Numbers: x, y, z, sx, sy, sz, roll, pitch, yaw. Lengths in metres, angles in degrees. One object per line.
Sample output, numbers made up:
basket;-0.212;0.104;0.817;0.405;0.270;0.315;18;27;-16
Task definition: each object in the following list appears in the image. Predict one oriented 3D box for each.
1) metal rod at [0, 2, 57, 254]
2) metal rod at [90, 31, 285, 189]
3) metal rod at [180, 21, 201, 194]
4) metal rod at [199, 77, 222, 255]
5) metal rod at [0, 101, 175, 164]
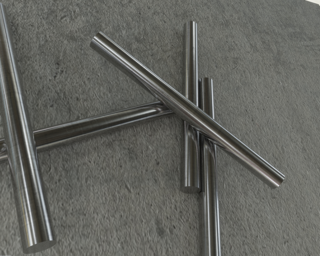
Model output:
metal rod;-0.149;-0.027;0.313;0.025;0.025;0.299;-6;57;-31
metal rod;0.037;-0.021;0.402;0.300;0.025;0.025;38;51;-3
metal rod;0.045;-0.050;0.458;0.025;0.025;0.300;17;55;-19
metal rod;0.063;0.055;0.403;0.025;0.025;0.300;17;55;-19
metal rod;-0.095;0.004;0.349;0.302;0.025;0.025;-17;71;-35
